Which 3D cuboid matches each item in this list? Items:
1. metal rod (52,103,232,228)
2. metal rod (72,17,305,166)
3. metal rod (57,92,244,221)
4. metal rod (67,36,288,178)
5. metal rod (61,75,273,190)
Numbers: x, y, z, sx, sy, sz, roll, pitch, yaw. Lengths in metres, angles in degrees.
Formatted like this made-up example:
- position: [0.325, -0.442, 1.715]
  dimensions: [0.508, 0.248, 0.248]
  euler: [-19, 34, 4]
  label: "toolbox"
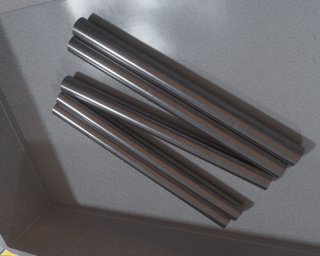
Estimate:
- position: [-0.029, 0.050, 0.453]
  dimensions: [0.301, 0.025, 0.025]
  euler: [33, 129, 6]
  label: "metal rod"
- position: [0.027, -0.047, 0.364]
  dimensions: [0.301, 0.025, 0.025]
  euler: [32, 129, 7]
  label: "metal rod"
- position: [-0.017, 0.035, 0.438]
  dimensions: [0.301, 0.025, 0.025]
  euler: [33, 129, 6]
  label: "metal rod"
- position: [0.016, -0.030, 0.380]
  dimensions: [0.301, 0.025, 0.025]
  euler: [32, 129, 7]
  label: "metal rod"
- position: [0.001, 0.001, 0.407]
  dimensions: [0.301, 0.025, 0.025]
  euler: [26, 128, 12]
  label: "metal rod"
